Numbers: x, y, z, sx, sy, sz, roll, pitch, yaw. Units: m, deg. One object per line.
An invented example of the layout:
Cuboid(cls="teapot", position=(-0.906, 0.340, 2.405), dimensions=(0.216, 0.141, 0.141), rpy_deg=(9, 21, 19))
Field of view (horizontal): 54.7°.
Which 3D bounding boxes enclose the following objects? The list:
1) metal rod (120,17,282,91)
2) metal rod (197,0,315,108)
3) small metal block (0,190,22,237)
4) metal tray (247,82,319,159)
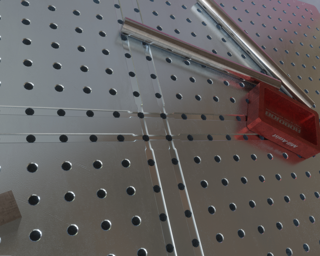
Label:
Cuboid(cls="metal rod", position=(0.080, -0.118, 0.524), dimensions=(0.302, 0.025, 0.025), rpy_deg=(17, 55, -19))
Cuboid(cls="metal rod", position=(0.182, -0.150, 0.600), dimensions=(0.300, 0.025, 0.025), rpy_deg=(48, 51, 5))
Cuboid(cls="small metal block", position=(-0.150, 0.081, 0.263), dimensions=(0.050, 0.050, 0.025), rpy_deg=(-18, 72, -35))
Cuboid(cls="metal tray", position=(0.214, -0.013, 0.530), dimensions=(0.131, 0.030, 0.090), rpy_deg=(25, 53, -13))
